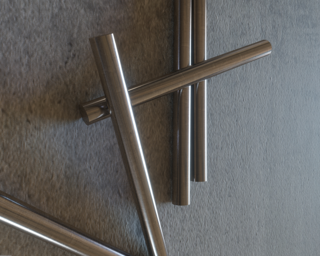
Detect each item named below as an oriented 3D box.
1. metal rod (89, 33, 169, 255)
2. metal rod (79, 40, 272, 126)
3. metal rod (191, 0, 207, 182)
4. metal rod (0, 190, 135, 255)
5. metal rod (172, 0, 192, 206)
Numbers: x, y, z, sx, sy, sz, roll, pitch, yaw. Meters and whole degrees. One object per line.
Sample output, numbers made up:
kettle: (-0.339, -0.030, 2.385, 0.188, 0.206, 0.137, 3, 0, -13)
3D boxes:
metal rod: (-0.028, 0.045, 0.357, 0.025, 0.025, 0.298, -29, 116, -37)
metal rod: (0.039, -0.069, 0.407, 0.302, 0.025, 0.025, -24, 106, -27)
metal rod: (0.056, -0.072, 0.453, 0.025, 0.025, 0.298, -1, 90, -40)
metal rod: (-0.110, 0.103, 0.314, 0.300, 0.025, 0.025, 41, 65, -33)
metal rod: (0.031, -0.044, 0.432, 0.025, 0.025, 0.298, 1, 90, -40)
